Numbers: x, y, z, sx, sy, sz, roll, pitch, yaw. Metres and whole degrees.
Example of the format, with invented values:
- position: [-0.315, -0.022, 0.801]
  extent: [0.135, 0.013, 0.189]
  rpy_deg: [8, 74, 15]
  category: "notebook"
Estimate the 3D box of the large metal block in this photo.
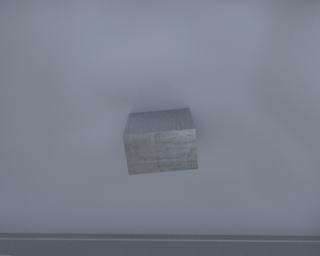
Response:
- position: [0.001, 0.014, 0.387]
  extent: [0.080, 0.080, 0.050]
  rpy_deg: [-5, 110, 2]
  category: "large metal block"
